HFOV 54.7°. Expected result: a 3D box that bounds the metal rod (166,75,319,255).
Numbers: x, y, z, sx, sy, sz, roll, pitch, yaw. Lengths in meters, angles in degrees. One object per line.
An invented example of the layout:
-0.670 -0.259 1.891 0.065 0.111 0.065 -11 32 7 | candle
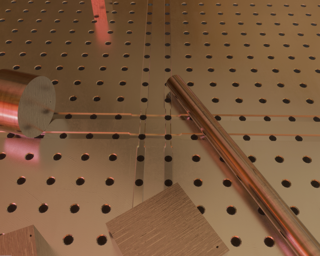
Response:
0.089 0.032 0.381 0.025 0.025 0.300 -21 53 -17 | metal rod

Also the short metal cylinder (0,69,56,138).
-0.178 -0.032 0.396 0.050 0.080 0.080 13 51 10 | short metal cylinder

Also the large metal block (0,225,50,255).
-0.139 0.144 0.269 0.081 0.050 0.080 -16 52 -14 | large metal block

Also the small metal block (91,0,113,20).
-0.112 -0.246 0.597 0.025 0.050 0.050 5 50 4 | small metal block

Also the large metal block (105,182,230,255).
0.005 0.113 0.297 0.081 0.050 0.080 -26 55 -21 | large metal block
